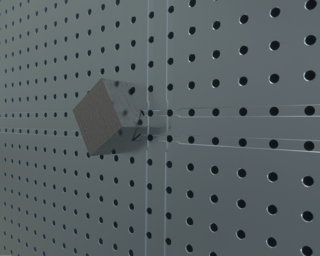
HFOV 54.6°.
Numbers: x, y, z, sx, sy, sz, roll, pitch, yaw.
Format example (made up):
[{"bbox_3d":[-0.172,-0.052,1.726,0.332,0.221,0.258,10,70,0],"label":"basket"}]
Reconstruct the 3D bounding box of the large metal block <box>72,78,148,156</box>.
[{"bbox_3d":[-0.075,-0.014,0.456,0.080,0.050,0.080,-39,66,33],"label":"large metal block"}]
